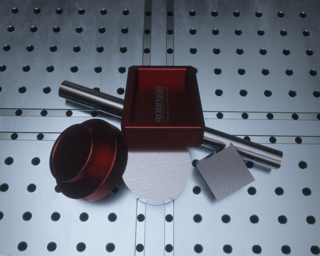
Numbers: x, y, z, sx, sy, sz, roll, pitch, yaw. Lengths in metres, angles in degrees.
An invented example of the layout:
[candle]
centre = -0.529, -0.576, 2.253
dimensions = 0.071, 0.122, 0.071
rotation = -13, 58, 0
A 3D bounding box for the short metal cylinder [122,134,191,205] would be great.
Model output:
[short metal cylinder]
centre = -0.004, 0.050, 0.376
dimensions = 0.081, 0.050, 0.080
rotation = 0, 70, 0

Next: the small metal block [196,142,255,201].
[small metal block]
centre = 0.078, 0.052, 0.377
dimensions = 0.050, 0.025, 0.050
rotation = -31, 89, 6

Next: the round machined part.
[round machined part]
centre = -0.089, 0.033, 0.361
dimensions = 0.098, 0.042, 0.098
rotation = -15, 61, 29

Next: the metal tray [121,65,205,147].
[metal tray]
centre = 0.003, -0.032, 0.386
dimensions = 0.091, 0.030, 0.130
rotation = 0, 41, -1

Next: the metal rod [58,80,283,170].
[metal rod]
centre = 0.009, -0.006, 0.410
dimensions = 0.301, 0.025, 0.025
rotation = 19, 71, 6
